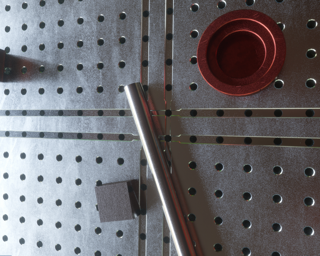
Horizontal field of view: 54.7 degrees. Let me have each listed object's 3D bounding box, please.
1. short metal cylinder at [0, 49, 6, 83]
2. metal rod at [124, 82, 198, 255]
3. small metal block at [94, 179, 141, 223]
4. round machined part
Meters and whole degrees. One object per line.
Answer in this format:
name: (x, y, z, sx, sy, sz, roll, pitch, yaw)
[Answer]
short metal cylinder: (-0.287, -0.101, 0.482, 0.080, 0.080, 0.050, 7, 93, 19)
metal rod: (0.009, 0.083, 0.408, 0.025, 0.025, 0.299, -20, 83, 18)
small metal block: (-0.059, 0.102, 0.432, 0.050, 0.025, 0.050, -12, 86, 19)
round machined part: (0.097, -0.085, 0.369, 0.098, 0.042, 0.097, 0, 90, 19)
